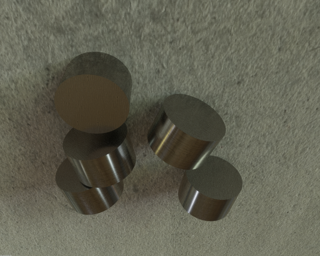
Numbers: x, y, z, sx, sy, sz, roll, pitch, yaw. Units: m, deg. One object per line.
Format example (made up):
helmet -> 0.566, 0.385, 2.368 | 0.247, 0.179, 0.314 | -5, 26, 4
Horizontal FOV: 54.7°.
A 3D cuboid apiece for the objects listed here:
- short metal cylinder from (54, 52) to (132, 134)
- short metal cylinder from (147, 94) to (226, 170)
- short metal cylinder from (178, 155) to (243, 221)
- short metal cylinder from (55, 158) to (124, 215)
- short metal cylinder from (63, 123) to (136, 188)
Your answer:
short metal cylinder -> -0.074, -0.040, 0.356 | 0.081, 0.050, 0.079 | 0, 130, 0
short metal cylinder -> 0.031, 0.004, 0.375 | 0.081, 0.080, 0.050 | 18, 128, -15
short metal cylinder -> 0.071, 0.085, 0.445 | 0.081, 0.080, 0.050 | 8, 130, -7
short metal cylinder -> -0.096, 0.072, 0.431 | 0.080, 0.080, 0.050 | -9, 130, 7
short metal cylinder -> -0.075, 0.029, 0.395 | 0.080, 0.080, 0.050 | -7, 130, 6
